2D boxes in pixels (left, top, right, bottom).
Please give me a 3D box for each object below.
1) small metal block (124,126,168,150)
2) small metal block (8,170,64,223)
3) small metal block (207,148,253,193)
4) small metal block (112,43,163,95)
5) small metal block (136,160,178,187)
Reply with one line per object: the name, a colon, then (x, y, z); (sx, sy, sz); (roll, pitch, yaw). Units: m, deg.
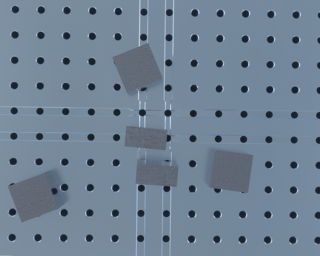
small metal block: (-0.017, 0.012, 0.401); (0.050, 0.050, 0.025); (6, 90, -1)
small metal block: (-0.164, 0.090, 0.411); (0.050, 0.025, 0.050); (-21, 90, -1)
small metal block: (0.093, 0.056, 0.415); (0.050, 0.025, 0.050); (8, 90, -1)
small metal block: (-0.029, -0.078, 0.413); (0.050, 0.025, 0.050); (-22, 90, -1)
small metal block: (-0.004, 0.057, 0.401); (0.050, 0.050, 0.025); (4, 90, -1)
